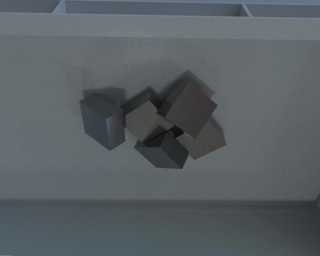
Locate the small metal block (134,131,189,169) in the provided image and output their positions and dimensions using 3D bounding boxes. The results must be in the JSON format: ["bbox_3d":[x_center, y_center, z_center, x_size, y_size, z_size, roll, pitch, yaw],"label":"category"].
[{"bbox_3d":[0.002,0.031,0.418,0.050,0.025,0.050,-4,139,46],"label":"small metal block"}]

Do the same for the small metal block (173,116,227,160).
[{"bbox_3d":[0.053,0.010,0.416,0.050,0.025,0.050,-29,125,22],"label":"small metal block"}]

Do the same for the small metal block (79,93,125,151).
[{"bbox_3d":[-0.070,-0.008,0.381,0.050,0.025,0.050,31,138,31],"label":"small metal block"}]

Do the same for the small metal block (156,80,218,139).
[{"bbox_3d":[0.033,-0.023,0.373,0.050,0.025,0.050,36,86,-27],"label":"small metal block"}]

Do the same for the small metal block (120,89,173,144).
[{"bbox_3d":[-0.017,-0.014,0.395,0.050,0.025,0.050,-30,124,23],"label":"small metal block"}]
